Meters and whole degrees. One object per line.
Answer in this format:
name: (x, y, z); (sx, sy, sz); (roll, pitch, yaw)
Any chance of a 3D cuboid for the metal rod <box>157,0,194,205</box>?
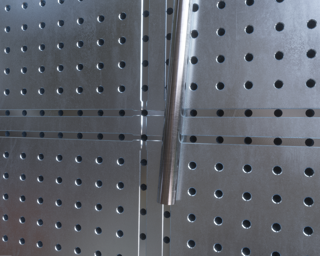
metal rod: (0.021, -0.051, 0.404); (0.025, 0.025, 0.298); (6, 92, 19)
